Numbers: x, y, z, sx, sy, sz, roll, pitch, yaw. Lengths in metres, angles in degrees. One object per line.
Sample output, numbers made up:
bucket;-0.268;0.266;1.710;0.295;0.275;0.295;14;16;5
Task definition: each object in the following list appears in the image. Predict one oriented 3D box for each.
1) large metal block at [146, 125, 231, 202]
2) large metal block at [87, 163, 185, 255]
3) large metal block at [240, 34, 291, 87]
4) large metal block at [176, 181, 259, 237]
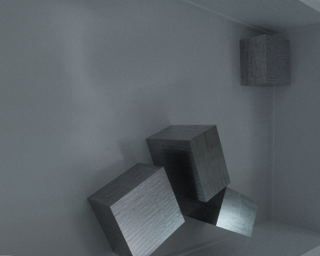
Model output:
large metal block;0.036;0.042;0.403;0.050;0.080;0.080;-27;107;-37
large metal block;-0.026;0.098;0.370;0.081;0.050;0.080;-33;111;-35
large metal block;0.188;-0.116;0.551;0.081;0.050;0.079;-4;93;-40
large metal block;0.079;0.112;0.439;0.080;0.080;0.050;29;73;-37
